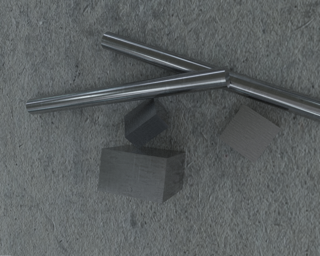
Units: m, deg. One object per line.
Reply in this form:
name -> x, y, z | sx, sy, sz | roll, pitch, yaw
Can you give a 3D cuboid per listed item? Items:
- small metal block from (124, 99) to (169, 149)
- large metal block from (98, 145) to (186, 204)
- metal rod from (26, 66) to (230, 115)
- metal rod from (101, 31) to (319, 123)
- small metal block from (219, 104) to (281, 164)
small metal block -> -0.019, -0.009, 0.399 | 0.050, 0.050, 0.025 | -36, 121, 16
large metal block -> -0.019, 0.053, 0.386 | 0.080, 0.080, 0.050 | 7, 93, 19
metal rod -> -0.060, -0.045, 0.414 | 0.301, 0.025, 0.025 | -5, 88, 24
metal rod -> 0.058, -0.069, 0.388 | 0.301, 0.025, 0.025 | 22, 97, 18
small metal block -> 0.107, 0.006, 0.371 | 0.050, 0.025, 0.050 | 37, 102, 15
